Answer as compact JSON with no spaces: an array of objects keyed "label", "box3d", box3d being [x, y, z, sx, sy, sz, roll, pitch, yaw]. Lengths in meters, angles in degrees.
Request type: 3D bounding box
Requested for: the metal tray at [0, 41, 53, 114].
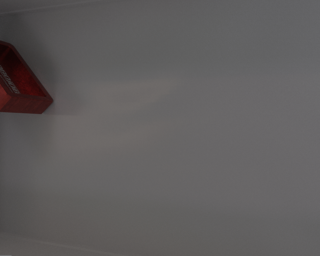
[{"label":"metal tray","box3d":[-0.229,-0.080,0.456,0.030,0.090,0.130,-43,77,15]}]
